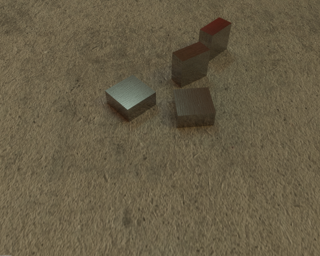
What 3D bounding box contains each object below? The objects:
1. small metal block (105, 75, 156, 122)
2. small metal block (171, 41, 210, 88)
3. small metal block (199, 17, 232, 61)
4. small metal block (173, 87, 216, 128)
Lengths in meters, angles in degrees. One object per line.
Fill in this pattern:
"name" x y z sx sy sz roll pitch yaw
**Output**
"small metal block" -0.041 -0.043 0.439 0.050 0.025 0.050 -35 59 -26
"small metal block" 0.046 -0.095 0.467 0.050 0.050 0.025 -27 55 -21
"small metal block" 0.089 -0.146 0.510 0.025 0.050 0.050 36 59 26
"small metal block" 0.046 -0.029 0.427 0.050 0.025 0.050 -4 50 -4
